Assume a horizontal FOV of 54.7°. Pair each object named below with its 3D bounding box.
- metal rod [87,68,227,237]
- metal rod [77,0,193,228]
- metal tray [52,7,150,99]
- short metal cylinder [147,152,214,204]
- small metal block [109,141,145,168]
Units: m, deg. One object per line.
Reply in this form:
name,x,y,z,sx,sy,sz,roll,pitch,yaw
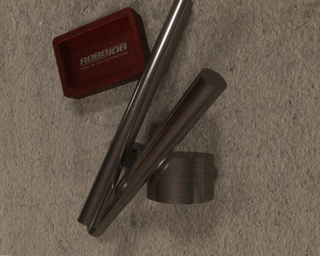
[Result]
metal rod,-0.024,0.052,0.347,0.025,0.025,0.298,48,131,13
metal rod,-0.026,-0.026,0.378,0.025,0.025,0.299,20,82,18
metal tray,-0.081,-0.101,0.433,0.130,0.030,0.090,-15,85,19
short metal cylinder,0.024,0.056,0.371,0.080,0.080,0.050,0,90,19
small metal block,-0.034,0.035,0.407,0.050,0.050,0.025,17,96,19
